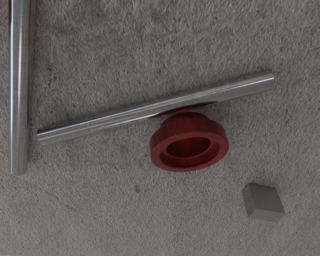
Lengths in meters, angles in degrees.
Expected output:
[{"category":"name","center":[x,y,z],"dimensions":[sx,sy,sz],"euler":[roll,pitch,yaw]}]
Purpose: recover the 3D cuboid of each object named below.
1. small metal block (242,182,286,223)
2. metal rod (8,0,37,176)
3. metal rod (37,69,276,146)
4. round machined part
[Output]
[{"category":"small metal block","center":[0.163,0.118,0.493],"dimensions":[0.050,0.050,0.025],"euler":[12,129,-11]},{"category":"metal rod","center":[-0.164,-0.048,0.364],"dimensions":[0.025,0.025,0.298],"euler":[13,129,-11]},{"category":"metal rod","center":[-0.013,-0.022,0.387],"dimensions":[0.301,0.025,0.025],"euler":[-13,129,11]},{"category":"round machined part","center":[0.035,0.016,0.399],"dimensions":[0.099,0.042,0.098],"euler":[-5,145,-3]}]
